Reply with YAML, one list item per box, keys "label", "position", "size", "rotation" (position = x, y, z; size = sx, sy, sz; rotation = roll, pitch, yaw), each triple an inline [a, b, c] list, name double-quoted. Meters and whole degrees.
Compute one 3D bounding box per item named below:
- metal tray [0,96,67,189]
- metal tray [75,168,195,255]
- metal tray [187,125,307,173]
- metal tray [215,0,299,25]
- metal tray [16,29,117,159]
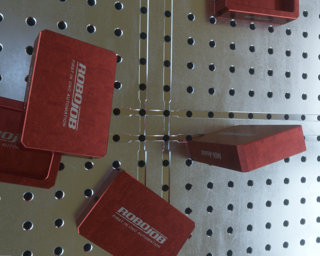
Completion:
- label: "metal tray"
  position: [-0.175, 0.012, 0.345]
  size: [0.131, 0.030, 0.090]
  rotation: [14, 85, -20]
- label: "metal tray"
  position: [-0.029, 0.124, 0.400]
  size: [0.130, 0.030, 0.090]
  rotation: [40, 77, -16]
- label: "metal tray"
  position: [0.104, 0.021, 0.397]
  size: [0.091, 0.130, 0.030]
  rotation: [-15, 96, -20]
- label: "metal tray"
  position: [0.147, -0.210, 0.465]
  size: [0.131, 0.030, 0.089]
  rotation: [-1, 91, -21]
- label: "metal tray"
  position: [-0.102, -0.035, 0.351]
  size: [0.091, 0.030, 0.129]
  rotation: [12, 75, -32]
